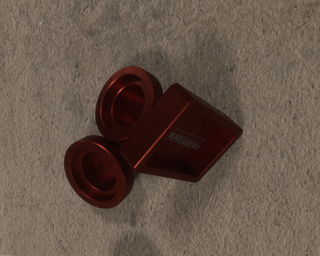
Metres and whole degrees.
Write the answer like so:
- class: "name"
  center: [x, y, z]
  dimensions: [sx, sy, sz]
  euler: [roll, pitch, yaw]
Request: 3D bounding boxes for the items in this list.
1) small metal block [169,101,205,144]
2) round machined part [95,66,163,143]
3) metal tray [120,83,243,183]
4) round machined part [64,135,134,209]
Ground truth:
- class: "small metal block"
  center: [0.030, -0.004, 0.398]
  dimensions: [0.050, 0.025, 0.050]
  euler: [43, 103, 15]
- class: "round machined part"
  center: [-0.034, -0.026, 0.399]
  dimensions: [0.098, 0.042, 0.098]
  euler: [-13, 68, 35]
- class: "metal tray"
  center: [0.030, 0.013, 0.341]
  dimensions: [0.090, 0.131, 0.030]
  euler: [-50, 54, 13]
- class: "round machined part"
  center: [-0.076, 0.054, 0.414]
  dimensions: [0.098, 0.042, 0.097]
  euler: [11, 114, 25]
